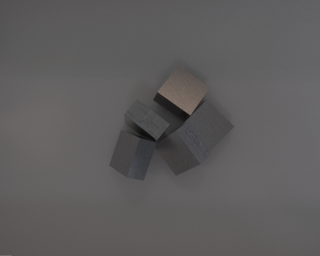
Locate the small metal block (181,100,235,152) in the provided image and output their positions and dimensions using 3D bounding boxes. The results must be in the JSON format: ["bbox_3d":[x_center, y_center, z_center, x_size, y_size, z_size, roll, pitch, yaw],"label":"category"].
[{"bbox_3d":[0.061,-0.001,0.412,0.050,0.025,0.050,44,90,-1],"label":"small metal block"}]

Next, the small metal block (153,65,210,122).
[{"bbox_3d":[0.028,-0.044,0.403,0.050,0.025,0.050,36,66,0],"label":"small metal block"}]

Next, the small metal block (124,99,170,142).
[{"bbox_3d":[-0.018,-0.006,0.395,0.050,0.050,0.025,38,78,2],"label":"small metal block"}]

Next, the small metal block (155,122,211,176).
[{"bbox_3d":[0.027,0.028,0.397,0.050,0.050,0.025,53,47,-1],"label":"small metal block"}]

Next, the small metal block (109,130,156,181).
[{"bbox_3d":[-0.036,0.034,0.396,0.025,0.050,0.050,18,90,-36],"label":"small metal block"}]
